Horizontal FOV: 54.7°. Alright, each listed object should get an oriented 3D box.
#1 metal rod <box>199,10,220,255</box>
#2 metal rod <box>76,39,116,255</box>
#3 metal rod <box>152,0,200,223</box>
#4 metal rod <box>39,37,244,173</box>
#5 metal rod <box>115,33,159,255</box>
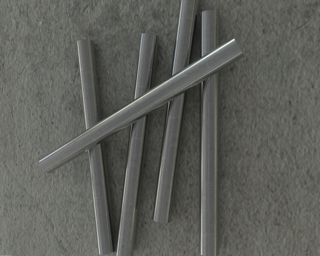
[{"bbox_3d":[0.062,0.007,0.386,0.025,0.025,0.298,0,90,19],"label":"metal rod"},{"bbox_3d":[-0.091,0.025,0.439,0.025,0.025,0.298,-7,88,19],"label":"metal rod"},{"bbox_3d":[0.021,-0.027,0.400,0.025,0.025,0.298,8,93,19],"label":"metal rod"},{"bbox_3d":[-0.036,-0.019,0.392,0.300,0.025,0.025,-30,81,17],"label":"metal rod"},{"bbox_3d":[-0.031,0.025,0.418,0.025,0.025,0.298,8,92,19],"label":"metal rod"}]
